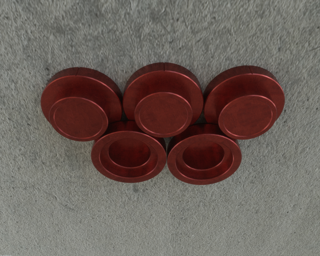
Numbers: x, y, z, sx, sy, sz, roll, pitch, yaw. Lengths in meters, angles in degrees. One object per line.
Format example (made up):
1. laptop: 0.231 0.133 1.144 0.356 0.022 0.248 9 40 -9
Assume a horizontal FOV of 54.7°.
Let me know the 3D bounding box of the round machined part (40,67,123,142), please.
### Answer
1. round machined part: -0.095 -0.022 0.378 0.099 0.042 0.097 -1 130 0

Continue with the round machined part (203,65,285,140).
1. round machined part: 0.103 -0.024 0.379 0.099 0.042 0.097 -1 130 0

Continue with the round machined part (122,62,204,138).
1. round machined part: 0.004 -0.027 0.375 0.099 0.042 0.097 -1 130 0

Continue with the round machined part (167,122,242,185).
1. round machined part: 0.058 0.031 0.425 0.099 0.042 0.097 -1 130 0

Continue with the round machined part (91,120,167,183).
1. round machined part: -0.041 0.027 0.420 0.099 0.042 0.097 -1 130 0
